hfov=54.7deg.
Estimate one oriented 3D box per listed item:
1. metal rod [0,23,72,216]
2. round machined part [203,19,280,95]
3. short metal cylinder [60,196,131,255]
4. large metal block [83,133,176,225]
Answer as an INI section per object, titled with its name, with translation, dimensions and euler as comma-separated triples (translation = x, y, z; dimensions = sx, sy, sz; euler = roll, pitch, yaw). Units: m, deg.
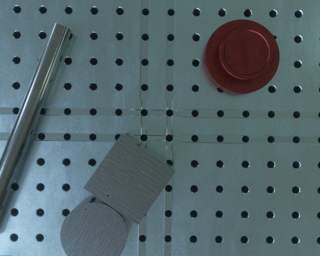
[metal rod]
translation = -0.183, 0.005, 0.411
dimensions = 0.025, 0.025, 0.299
euler = 21, 90, 0
[round machined part]
translation = 0.108, -0.094, 0.406
dimensions = 0.099, 0.042, 0.097
euler = 0, 90, 0
[short metal cylinder]
translation = -0.080, 0.130, 0.400
dimensions = 0.081, 0.050, 0.079
euler = 0, 90, 0
[large metal block]
translation = -0.037, 0.062, 0.401
dimensions = 0.080, 0.050, 0.080
euler = 35, 90, 0
